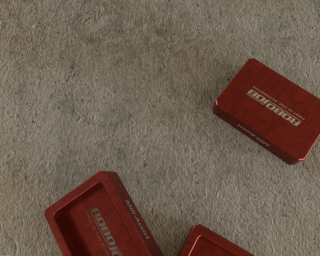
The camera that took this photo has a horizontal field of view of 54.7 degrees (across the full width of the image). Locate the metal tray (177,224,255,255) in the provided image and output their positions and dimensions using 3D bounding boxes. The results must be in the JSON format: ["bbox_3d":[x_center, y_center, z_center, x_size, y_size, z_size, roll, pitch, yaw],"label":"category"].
[{"bbox_3d":[0.048,0.185,0.337,0.090,0.030,0.130,28,72,9],"label":"metal tray"}]

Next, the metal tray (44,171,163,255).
[{"bbox_3d":[-0.061,0.124,0.343,0.090,0.030,0.130,-36,73,9],"label":"metal tray"}]

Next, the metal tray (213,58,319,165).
[{"bbox_3d":[0.149,-0.024,0.415,0.130,0.030,0.090,36,74,12],"label":"metal tray"}]
